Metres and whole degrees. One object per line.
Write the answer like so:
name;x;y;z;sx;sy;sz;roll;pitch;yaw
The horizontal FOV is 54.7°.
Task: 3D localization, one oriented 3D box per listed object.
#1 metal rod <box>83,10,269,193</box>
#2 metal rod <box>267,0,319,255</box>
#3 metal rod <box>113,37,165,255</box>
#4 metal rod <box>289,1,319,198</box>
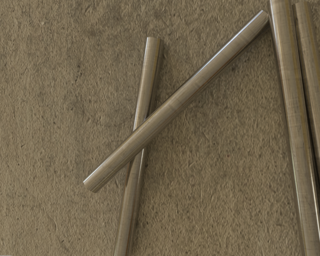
metal rod;0.017;-0.027;0.384;0.300;0.025;0.025;-44;76;7
metal rod;0.153;0.006;0.345;0.025;0.025;0.298;-8;91;20
metal rod;-0.029;0.030;0.419;0.025;0.025;0.298;10;93;19
metal rod;0.180;0.009;0.345;0.025;0.025;0.298;-10;87;20
